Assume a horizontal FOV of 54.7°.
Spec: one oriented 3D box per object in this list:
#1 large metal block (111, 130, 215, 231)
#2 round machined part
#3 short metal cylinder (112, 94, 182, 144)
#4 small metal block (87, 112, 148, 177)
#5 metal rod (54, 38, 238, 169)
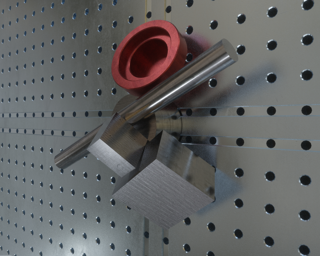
[{"bbox_3d":[0.005,0.062,0.357,0.080,0.050,0.080,37,123,-16],"label":"large metal block"},{"bbox_3d":[-0.009,-0.082,0.389,0.098,0.042,0.098,-14,60,27],"label":"round machined part"},{"bbox_3d":[-0.019,-0.003,0.406,0.080,0.050,0.079,0,90,39],"label":"short metal cylinder"},{"bbox_3d":[-0.047,0.018,0.350,0.050,0.050,0.025,42,126,-17],"label":"small metal block"},{"bbox_3d":[-0.040,-0.012,0.375,0.299,0.025,0.025,-30,72,35],"label":"metal rod"}]
